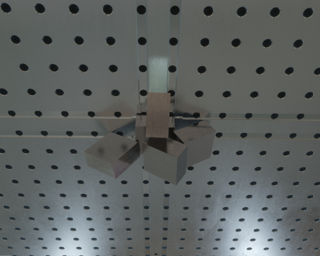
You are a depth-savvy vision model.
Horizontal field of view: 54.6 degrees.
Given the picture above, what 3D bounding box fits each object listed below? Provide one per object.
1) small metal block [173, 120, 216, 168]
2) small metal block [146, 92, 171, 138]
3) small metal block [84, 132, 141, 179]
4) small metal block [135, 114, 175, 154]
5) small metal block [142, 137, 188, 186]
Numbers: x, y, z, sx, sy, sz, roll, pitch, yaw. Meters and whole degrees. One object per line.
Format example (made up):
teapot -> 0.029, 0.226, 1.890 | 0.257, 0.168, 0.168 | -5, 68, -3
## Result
small metal block -> 0.044, 0.023, 0.417 | 0.050, 0.025, 0.050 | -19, 135, -25
small metal block -> -0.003, -0.016, 0.368 | 0.025, 0.050, 0.050 | 3, 94, -1
small metal block -> -0.062, 0.035, 0.411 | 0.050, 0.050, 0.025 | 18, 131, 31
small metal block -> -0.007, 0.009, 0.420 | 0.050, 0.025, 0.050 | 2, 130, -2
small metal block -> 0.006, 0.039, 0.396 | 0.050, 0.025, 0.050 | 22, 135, 25
